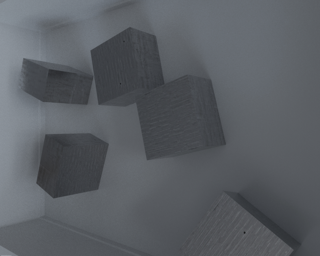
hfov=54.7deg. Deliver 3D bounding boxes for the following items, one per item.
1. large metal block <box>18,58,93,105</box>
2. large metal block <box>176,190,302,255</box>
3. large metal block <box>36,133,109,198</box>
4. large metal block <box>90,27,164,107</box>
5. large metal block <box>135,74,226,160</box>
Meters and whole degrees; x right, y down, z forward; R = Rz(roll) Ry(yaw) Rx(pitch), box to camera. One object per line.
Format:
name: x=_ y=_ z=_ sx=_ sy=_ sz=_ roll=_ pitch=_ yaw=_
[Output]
large metal block: x=-0.171 y=-0.076 z=0.509 sx=0.080 sy=0.081 sz=0.050 roll=25 pitch=106 yaw=37
large metal block: x=0.079 y=0.121 z=0.312 sx=0.080 sy=0.050 sz=0.080 roll=39 pitch=98 yaw=33
large metal block: x=-0.134 y=0.055 z=0.479 sx=0.050 sy=0.081 sz=0.079 roll=24 pitch=105 yaw=37
large metal block: x=-0.045 y=-0.079 z=0.426 sx=0.080 sy=0.050 sz=0.080 roll=-16 pitch=80 yaw=38
large metal block: x=0.023 y=-0.010 z=0.370 sx=0.080 sy=0.050 sz=0.080 roll=-18 pitch=79 yaw=38
